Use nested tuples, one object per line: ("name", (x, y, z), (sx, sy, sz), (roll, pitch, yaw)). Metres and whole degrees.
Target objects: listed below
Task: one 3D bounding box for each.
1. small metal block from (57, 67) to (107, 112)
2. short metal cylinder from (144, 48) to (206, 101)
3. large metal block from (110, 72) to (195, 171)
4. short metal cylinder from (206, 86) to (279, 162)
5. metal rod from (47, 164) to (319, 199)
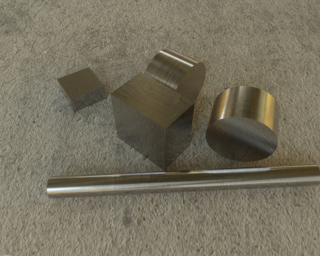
("small metal block", (-0.113, -0.057, 0.450), (0.050, 0.025, 0.050), (-26, 55, -21))
("short metal cylinder", (0.019, -0.061, 0.419), (0.050, 0.080, 0.080), (31, 56, 23))
("large metal block", (-0.009, -0.008, 0.374), (0.080, 0.080, 0.050), (33, 57, 24))
("short metal cylinder", (0.099, -0.003, 0.371), (0.080, 0.080, 0.050), (13, 51, 10))
("metal rod", (0.029, 0.060, 0.352), (0.302, 0.025, 0.025), (-2, 50, -2))
